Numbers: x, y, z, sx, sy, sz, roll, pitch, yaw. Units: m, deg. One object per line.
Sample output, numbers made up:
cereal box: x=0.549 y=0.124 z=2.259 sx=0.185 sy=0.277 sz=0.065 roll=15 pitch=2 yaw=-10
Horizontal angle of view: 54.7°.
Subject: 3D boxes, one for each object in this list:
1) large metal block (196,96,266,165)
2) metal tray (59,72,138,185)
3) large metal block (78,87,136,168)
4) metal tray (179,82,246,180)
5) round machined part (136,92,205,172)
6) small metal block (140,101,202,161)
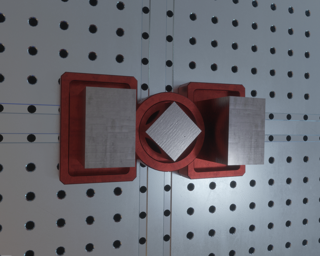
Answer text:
large metal block: x=0.089 y=0.003 z=0.402 sx=0.050 sy=0.080 sz=0.080 roll=2 pitch=90 yaw=-20
metal tray: x=-0.076 y=0.001 z=0.381 sx=0.091 sy=0.030 sz=0.129 roll=1 pitch=90 yaw=-20
large metal block: x=-0.062 y=-0.001 z=0.346 sx=0.050 sy=0.080 sz=0.080 roll=1 pitch=90 yaw=-20
metal tray: x=0.074 y=0.003 z=0.436 sx=0.091 sy=0.030 sz=0.129 roll=0 pitch=90 yaw=-20
round machined part: x=0.004 y=0.005 z=0.396 sx=0.099 sy=0.042 sz=0.097 roll=0 pitch=90 yaw=-20
small metal block: x=0.013 y=0.004 z=0.374 sx=0.050 sy=0.025 sz=0.050 roll=46 pitch=76 yaw=-14
